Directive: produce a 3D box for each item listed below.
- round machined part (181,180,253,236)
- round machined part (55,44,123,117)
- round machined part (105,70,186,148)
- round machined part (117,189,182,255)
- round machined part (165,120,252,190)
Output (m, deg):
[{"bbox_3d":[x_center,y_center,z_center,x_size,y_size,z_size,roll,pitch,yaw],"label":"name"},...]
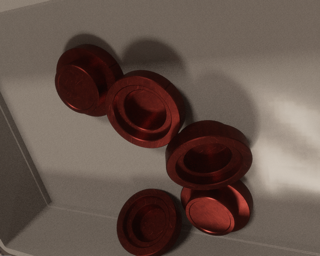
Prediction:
[{"bbox_3d":[0.074,0.108,0.425,0.098,0.042,0.097,13,124,20],"label":"round machined part"},{"bbox_3d":[-0.099,-0.058,0.412,0.098,0.042,0.097,13,124,20],"label":"round machined part"},{"bbox_3d":[-0.015,-0.027,0.385,0.098,0.042,0.097,11,124,17],"label":"round machined part"},{"bbox_3d":[-0.012,0.145,0.466,0.098,0.098,0.042,-2,148,28],"label":"round machined part"},{"bbox_3d":[0.055,0.029,0.368,0.099,0.042,0.097,-2,134,-2],"label":"round machined part"}]
